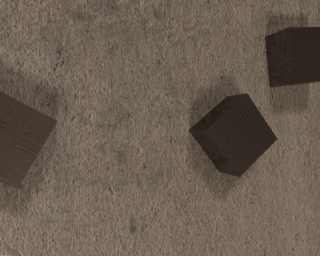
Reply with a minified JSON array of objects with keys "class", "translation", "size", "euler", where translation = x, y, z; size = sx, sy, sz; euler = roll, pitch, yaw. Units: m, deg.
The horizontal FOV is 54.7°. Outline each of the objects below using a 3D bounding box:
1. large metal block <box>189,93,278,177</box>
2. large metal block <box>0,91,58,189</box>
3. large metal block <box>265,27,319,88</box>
[{"class":"large metal block","translation":[0.102,0.009,0.435],"size":[0.080,0.050,0.080],"euler":[-41,103,-16]},{"class":"large metal block","translation":[-0.169,0.008,0.334],"size":[0.080,0.050,0.080],"euler":[30,80,-18]},{"class":"large metal block","translation":[0.215,-0.108,0.477],"size":[0.081,0.050,0.079],"euler":[-8,93,-20]}]
